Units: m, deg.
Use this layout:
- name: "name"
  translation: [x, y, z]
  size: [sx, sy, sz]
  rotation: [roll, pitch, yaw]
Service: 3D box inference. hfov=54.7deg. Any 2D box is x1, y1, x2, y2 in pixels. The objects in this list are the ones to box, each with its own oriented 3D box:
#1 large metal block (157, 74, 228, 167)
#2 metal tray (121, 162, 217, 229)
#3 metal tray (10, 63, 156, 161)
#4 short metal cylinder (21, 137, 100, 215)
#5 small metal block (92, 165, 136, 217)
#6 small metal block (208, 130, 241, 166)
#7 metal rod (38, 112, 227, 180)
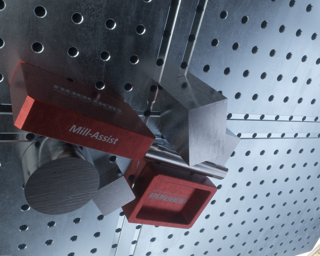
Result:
- name: "large metal block"
  translation: [0.039, -0.012, 0.391]
  size: [0.050, 0.080, 0.079]
  rotation: [-17, 126, -19]
- name: "metal tray"
  translation: [0.017, 0.110, 0.484]
  size: [0.131, 0.030, 0.090]
  rotation: [20, 108, -36]
- name: "metal tray"
  translation: [-0.078, -0.015, 0.316]
  size: [0.131, 0.090, 0.030]
  rotation: [20, 108, -36]
- name: "short metal cylinder"
  translation: [-0.117, 0.054, 0.363]
  size: [0.081, 0.050, 0.079]
  rotation: [-14, 124, -21]
- name: "small metal block"
  translation: [-0.068, 0.087, 0.429]
  size: [0.050, 0.025, 0.050]
  rotation: [-29, 128, -10]
- name: "small metal block"
  translation: [0.088, 0.026, 0.475]
  size: [0.050, 0.025, 0.050]
  rotation: [18, 109, -35]
- name: "metal rod"
  translation: [-0.013, 0.030, 0.422]
  size: [0.302, 0.025, 0.025]
  rotation: [21, 107, -36]
